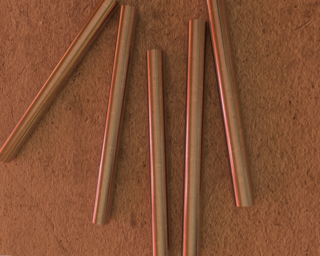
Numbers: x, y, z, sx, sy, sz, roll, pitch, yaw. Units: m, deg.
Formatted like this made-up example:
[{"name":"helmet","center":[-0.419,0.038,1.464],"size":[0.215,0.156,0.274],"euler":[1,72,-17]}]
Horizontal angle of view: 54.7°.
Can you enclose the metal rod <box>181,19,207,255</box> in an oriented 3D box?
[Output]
[{"name":"metal rod","center":[0.043,0.016,0.393],"size":[0.025,0.025,0.298],"euler":[2,91,19]}]

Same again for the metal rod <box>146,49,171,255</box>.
[{"name":"metal rod","center":[-0.002,0.048,0.408],"size":[0.025,0.025,0.298],"euler":[-2,89,19]}]

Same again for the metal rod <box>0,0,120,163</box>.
[{"name":"metal rod","center":[-0.157,-0.067,0.462],"size":[0.025,0.025,0.299],"euler":[42,103,15]}]

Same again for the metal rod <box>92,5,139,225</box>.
[{"name":"metal rod","center":[-0.063,-0.015,0.429],"size":[0.025,0.025,0.298],"euler":[9,93,19]}]

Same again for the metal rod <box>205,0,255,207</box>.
[{"name":"metal rod","center":[0.082,-0.056,0.379],"size":[0.025,0.025,0.298],"euler":[-9,87,19]}]
